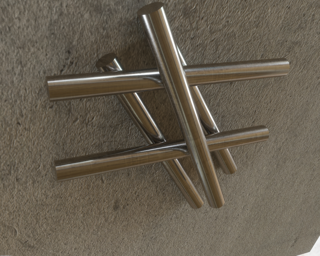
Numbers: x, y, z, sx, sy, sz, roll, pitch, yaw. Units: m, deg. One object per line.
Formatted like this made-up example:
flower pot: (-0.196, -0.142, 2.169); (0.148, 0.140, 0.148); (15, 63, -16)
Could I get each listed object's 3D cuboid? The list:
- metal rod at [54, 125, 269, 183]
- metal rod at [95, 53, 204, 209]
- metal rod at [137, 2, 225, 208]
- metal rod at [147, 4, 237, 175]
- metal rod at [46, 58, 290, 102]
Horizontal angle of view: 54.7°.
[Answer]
metal rod: (0.020, 0.028, 0.406); (0.303, 0.025, 0.025); (-9, 122, -24)
metal rod: (0.002, 0.026, 0.426); (0.025, 0.025, 0.299); (-35, 129, -5)
metal rod: (0.038, 0.001, 0.367); (0.025, 0.025, 0.299); (-31, 129, -9)
metal rod: (0.052, -0.029, 0.420); (0.025, 0.025, 0.299); (-37, 130, -4)
metal rod: (0.029, -0.060, 0.357); (0.303, 0.025, 0.025); (-9, 123, -24)
